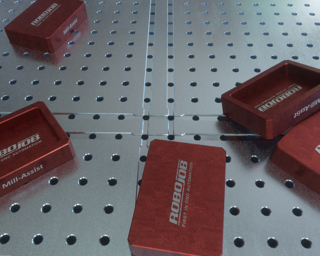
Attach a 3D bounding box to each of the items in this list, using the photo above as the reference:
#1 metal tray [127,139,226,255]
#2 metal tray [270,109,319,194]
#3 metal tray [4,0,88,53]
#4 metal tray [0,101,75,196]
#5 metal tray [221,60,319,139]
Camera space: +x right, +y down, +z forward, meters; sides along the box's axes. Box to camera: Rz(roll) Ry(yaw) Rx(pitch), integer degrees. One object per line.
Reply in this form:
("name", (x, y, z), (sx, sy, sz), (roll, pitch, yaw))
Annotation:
("metal tray", (0.023, 0.076, 0.341), (0.090, 0.030, 0.130), (7, 50, 6))
("metal tray", (0.214, 0.020, 0.389), (0.131, 0.030, 0.090), (-37, 59, -27))
("metal tray", (-0.204, -0.195, 0.567), (0.090, 0.030, 0.130), (15, 52, 12))
("metal tray", (-0.184, 0.028, 0.380), (0.131, 0.030, 0.090), (-29, 56, -23))
("metal tray", (0.161, -0.044, 0.419), (0.131, 0.030, 0.090), (-29, 37, -18))
